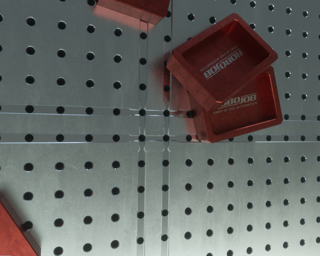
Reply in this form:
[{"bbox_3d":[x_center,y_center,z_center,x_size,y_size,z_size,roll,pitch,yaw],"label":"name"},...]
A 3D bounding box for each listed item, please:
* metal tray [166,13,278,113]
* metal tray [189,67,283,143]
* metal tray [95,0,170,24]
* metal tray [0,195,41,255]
[{"bbox_3d":[0.085,-0.091,0.416,0.131,0.030,0.090,-37,81,-25],"label":"metal tray"},{"bbox_3d":[0.112,-0.036,0.452,0.131,0.030,0.089,-14,95,-20],"label":"metal tray"},{"bbox_3d":[-0.025,-0.213,0.401,0.091,0.030,0.129,13,86,-20],"label":"metal tray"},{"bbox_3d":[-0.210,0.145,0.333,0.131,0.030,0.090,-32,101,-18],"label":"metal tray"}]
